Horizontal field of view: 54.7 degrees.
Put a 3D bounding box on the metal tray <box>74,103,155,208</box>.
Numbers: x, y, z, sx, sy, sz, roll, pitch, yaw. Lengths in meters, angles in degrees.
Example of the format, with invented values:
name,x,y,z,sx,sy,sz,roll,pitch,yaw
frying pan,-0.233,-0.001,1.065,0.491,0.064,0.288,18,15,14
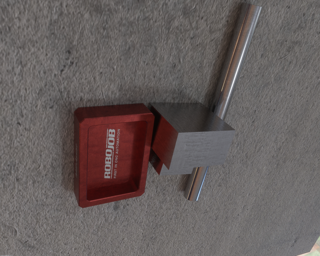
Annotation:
name,x,y,z,sx,sy,sz,roll,pitch,yaw
metal tray,-0.060,0.035,0.393,0.091,0.030,0.129,-6,121,-26

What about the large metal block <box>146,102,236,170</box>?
name,x,y,z,sx,sy,sz,roll,pitch,yaw
large metal block,0.034,0.007,0.396,0.081,0.080,0.050,-2,119,-28

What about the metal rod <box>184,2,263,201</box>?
name,x,y,z,sx,sy,sz,roll,pitch,yaw
metal rod,0.082,-0.020,0.441,0.025,0.025,0.298,-1,119,-28

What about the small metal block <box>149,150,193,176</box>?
name,x,y,z,sx,sy,sz,roll,pitch,yaw
small metal block,0.014,0.039,0.424,0.050,0.050,0.025,2,118,-30
